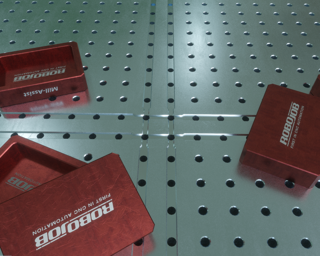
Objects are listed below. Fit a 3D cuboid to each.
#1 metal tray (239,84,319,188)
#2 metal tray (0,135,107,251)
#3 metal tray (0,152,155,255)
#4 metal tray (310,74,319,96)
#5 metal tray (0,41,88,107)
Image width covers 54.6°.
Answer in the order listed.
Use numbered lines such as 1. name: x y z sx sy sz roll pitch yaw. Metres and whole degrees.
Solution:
1. metal tray: 0.167 0.004 0.402 0.090 0.030 0.130 21 53 16
2. metal tray: -0.138 0.068 0.346 0.130 0.030 0.090 19 53 15
3. metal tray: -0.083 0.092 0.305 0.131 0.030 0.090 -24 76 -20
4. metal tray: 0.302 -0.049 0.447 0.131 0.030 0.090 -13 51 -11
5. metal tray: -0.185 -0.085 0.475 0.131 0.030 0.090 -13 51 -11
